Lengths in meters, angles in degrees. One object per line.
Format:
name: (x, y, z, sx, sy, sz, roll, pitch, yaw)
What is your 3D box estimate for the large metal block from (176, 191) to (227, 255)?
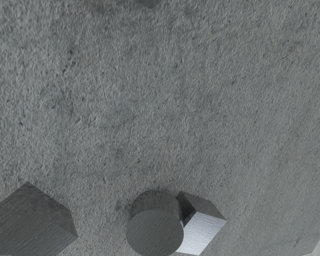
large metal block: (0.051, 0.160, 0.518, 0.080, 0.050, 0.080, 27, 103, -38)

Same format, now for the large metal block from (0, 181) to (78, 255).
large metal block: (-0.163, 0.126, 0.380, 0.080, 0.050, 0.080, -39, 129, -2)

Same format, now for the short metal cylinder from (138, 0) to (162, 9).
short metal cylinder: (-0.013, -0.153, 0.269, 0.050, 0.080, 0.080, -42, 130, 0)

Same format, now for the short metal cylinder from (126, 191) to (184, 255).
short metal cylinder: (-0.006, 0.140, 0.453, 0.080, 0.050, 0.079, 0, 108, 1)
